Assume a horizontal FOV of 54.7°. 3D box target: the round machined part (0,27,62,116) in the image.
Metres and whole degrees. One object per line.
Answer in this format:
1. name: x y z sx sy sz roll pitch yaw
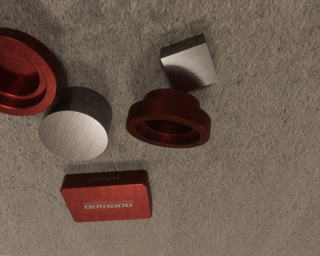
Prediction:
1. round machined part: -0.158 -0.064 0.339 0.099 0.042 0.097 -1 130 0

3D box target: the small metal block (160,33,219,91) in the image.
1. small metal block: 0.033 -0.071 0.347 0.050 0.025 0.050 -17 128 13

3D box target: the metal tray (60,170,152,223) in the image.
1. metal tray: -0.081 0.111 0.497 0.131 0.030 0.089 -4 130 3

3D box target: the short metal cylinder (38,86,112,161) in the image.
1. short metal cylinder: -0.103 -0.005 0.385 0.081 0.050 0.079 0 130 0

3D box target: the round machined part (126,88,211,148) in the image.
1. round machined part: 0.012 -0.012 0.369 0.099 0.042 0.098 7 157 3
